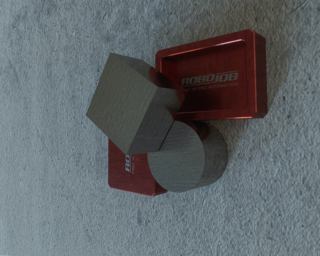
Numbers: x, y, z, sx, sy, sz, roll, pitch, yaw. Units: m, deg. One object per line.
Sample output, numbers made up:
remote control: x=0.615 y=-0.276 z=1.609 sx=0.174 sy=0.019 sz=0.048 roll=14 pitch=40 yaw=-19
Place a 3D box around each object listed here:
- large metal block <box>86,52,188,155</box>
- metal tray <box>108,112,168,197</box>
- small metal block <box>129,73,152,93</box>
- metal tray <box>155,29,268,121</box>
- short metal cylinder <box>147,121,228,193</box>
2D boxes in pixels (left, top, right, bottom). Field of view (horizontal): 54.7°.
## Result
large metal block: x=-0.028 y=-0.027 z=0.346 sx=0.080 sy=0.050 sz=0.079 roll=40 pitch=114 yaw=32
metal tray: x=-0.031 y=0.022 z=0.430 sx=0.090 sy=0.030 sz=0.129 roll=1 pitch=91 yaw=40
small metal block: x=-0.023 y=-0.055 z=0.409 sx=0.050 sy=0.050 sz=0.025 roll=1 pitch=91 yaw=40
metal tray: x=0.054 y=-0.054 z=0.359 sx=0.130 sy=0.030 sz=0.089 roll=-2 pitch=89 yaw=40
short metal cylinder: x=0.032 y=0.032 z=0.363 sx=0.080 sy=0.050 sz=0.080 roll=0 pitch=90 yaw=40
